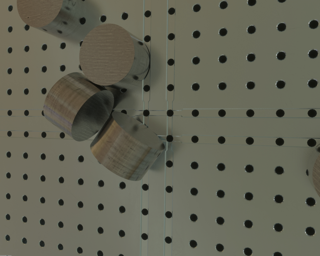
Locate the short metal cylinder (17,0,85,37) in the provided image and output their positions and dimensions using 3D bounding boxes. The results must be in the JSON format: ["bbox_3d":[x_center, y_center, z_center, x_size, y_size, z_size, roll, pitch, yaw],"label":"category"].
[{"bbox_3d":[-0.160,-0.181,0.456,0.080,0.050,0.079,0,90,20],"label":"short metal cylinder"}]

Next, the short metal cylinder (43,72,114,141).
[{"bbox_3d":[-0.109,-0.029,0.422,0.050,0.080,0.080,33,101,17],"label":"short metal cylinder"}]

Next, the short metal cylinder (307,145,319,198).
[{"bbox_3d":[0.203,0.048,0.328,0.080,0.050,0.079,0,90,20],"label":"short metal cylinder"}]

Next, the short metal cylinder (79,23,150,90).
[{"bbox_3d":[-0.061,-0.094,0.421,0.080,0.050,0.079,0,90,20],"label":"short metal cylinder"}]

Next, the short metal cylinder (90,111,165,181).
[{"bbox_3d":[-0.041,0.022,0.398,0.080,0.080,0.050,39,103,15],"label":"short metal cylinder"}]
